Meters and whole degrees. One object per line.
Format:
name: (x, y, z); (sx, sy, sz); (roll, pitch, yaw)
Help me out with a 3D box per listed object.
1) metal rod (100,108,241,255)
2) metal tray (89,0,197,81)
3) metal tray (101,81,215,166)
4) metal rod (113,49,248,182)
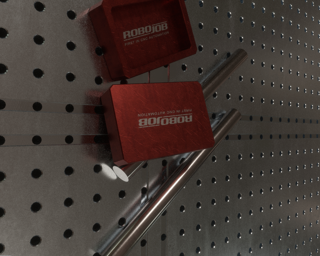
metal rod: (0.032, 0.067, 0.437); (0.301, 0.025, 0.025); (-44, 117, -31)
metal tray: (-0.015, -0.122, 0.394); (0.131, 0.030, 0.089); (-29, 108, -37)
metal tray: (0.001, -0.009, 0.383); (0.131, 0.030, 0.090); (-8, 81, -32)
metal rod: (0.046, -0.034, 0.449); (0.301, 0.025, 0.025); (-44, 117, -31)
